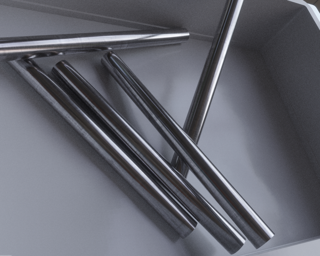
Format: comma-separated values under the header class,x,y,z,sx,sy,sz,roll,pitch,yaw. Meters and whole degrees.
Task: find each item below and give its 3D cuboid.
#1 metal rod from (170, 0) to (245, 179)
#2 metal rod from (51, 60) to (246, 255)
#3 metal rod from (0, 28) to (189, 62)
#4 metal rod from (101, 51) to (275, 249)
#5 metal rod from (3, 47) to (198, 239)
class,x,y,z,sx,sy,sz,roll,pitch,yaw
metal rod,0.070,-0.076,0.421,0.025,0.025,0.299,24,75,-15
metal rod,-0.019,0.029,0.367,0.300,0.025,0.025,44,51,7
metal rod,-0.066,-0.119,0.425,0.302,0.025,0.025,-20,72,-42
metal rod,0.019,0.010,0.374,0.025,0.025,0.300,-23,63,-37
metal rod,-0.073,0.012,0.360,0.300,0.025,0.025,45,51,2
